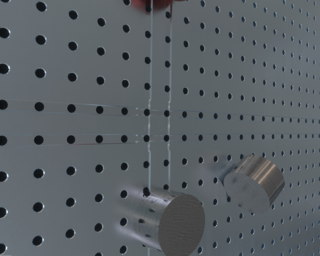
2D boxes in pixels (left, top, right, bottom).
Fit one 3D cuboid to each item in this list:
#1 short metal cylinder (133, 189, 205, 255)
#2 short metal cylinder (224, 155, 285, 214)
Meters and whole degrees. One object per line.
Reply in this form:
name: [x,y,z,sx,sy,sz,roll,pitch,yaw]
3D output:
short metal cylinder: [0.013,0.122,0.404,0.081,0.050,0.080,0,90,-40]
short metal cylinder: [0.151,0.090,0.500,0.050,0.080,0.080,-37,113,-34]
